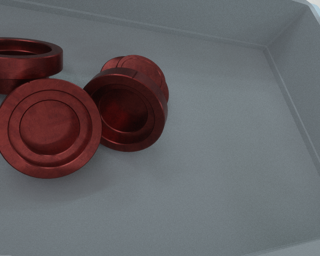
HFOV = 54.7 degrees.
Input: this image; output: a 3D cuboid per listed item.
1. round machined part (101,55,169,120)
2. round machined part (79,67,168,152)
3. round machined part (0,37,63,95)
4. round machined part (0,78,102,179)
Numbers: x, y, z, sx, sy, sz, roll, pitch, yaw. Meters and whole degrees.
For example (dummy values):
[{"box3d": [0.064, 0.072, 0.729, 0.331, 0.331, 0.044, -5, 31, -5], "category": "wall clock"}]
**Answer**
[{"box3d": [-0.032, -0.058, 0.413, 0.099, 0.042, 0.098, 14, 56, -21], "category": "round machined part"}, {"box3d": [-0.039, -0.024, 0.356, 0.098, 0.097, 0.042, 32, 32, -8], "category": "round machined part"}, {"box3d": [-0.155, -0.066, 0.331, 0.099, 0.042, 0.098, 7, 25, -3], "category": "round machined part"}, {"box3d": [-0.113, -0.001, 0.315, 0.099, 0.042, 0.097, -4, 100, -27], "category": "round machined part"}]
